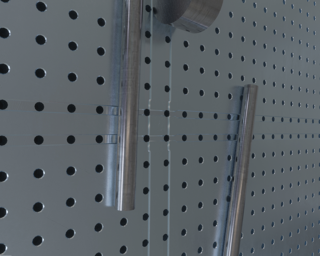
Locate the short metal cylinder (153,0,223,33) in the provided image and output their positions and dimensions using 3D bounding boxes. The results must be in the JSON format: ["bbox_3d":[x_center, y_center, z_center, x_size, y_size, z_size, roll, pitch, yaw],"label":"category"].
[{"bbox_3d":[0.035,-0.169,0.402,0.050,0.080,0.080,3,88,-40],"label":"short metal cylinder"}]

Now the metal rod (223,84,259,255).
[{"bbox_3d":[0.137,0.073,0.523,0.025,0.025,0.299,15,81,-39],"label":"metal rod"}]

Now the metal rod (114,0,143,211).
[{"bbox_3d":[-0.037,-0.052,0.377,0.025,0.025,0.298,4,88,-40],"label":"metal rod"}]
